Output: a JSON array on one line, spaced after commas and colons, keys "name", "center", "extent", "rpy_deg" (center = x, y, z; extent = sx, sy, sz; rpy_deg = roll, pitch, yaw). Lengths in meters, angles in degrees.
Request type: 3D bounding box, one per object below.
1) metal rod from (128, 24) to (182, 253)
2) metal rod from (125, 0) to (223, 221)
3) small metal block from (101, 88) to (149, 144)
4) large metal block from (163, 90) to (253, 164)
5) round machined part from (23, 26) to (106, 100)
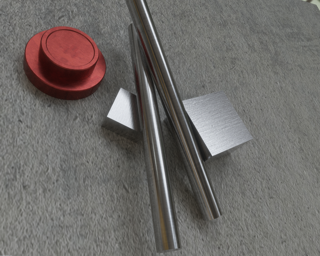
[{"name": "metal rod", "center": [-0.012, -0.011, 0.373], "extent": [0.025, 0.025, 0.299], "rpy_deg": [5, 59, -26]}, {"name": "metal rod", "center": [0.015, -0.033, 0.385], "extent": [0.025, 0.025, 0.299], "rpy_deg": [-17, 86, -35]}, {"name": "small metal block", "center": [-0.039, -0.016, 0.393], "extent": [0.050, 0.025, 0.050], "rpy_deg": [27, 52, -12]}, {"name": "large metal block", "center": [0.065, 0.002, 0.424], "extent": [0.081, 0.050, 0.080], "rpy_deg": [-17, 71, -35]}, {"name": "round machined part", "center": [-0.115, -0.087, 0.385], "extent": [0.099, 0.042, 0.098], "rpy_deg": [14, 56, -21]}]
